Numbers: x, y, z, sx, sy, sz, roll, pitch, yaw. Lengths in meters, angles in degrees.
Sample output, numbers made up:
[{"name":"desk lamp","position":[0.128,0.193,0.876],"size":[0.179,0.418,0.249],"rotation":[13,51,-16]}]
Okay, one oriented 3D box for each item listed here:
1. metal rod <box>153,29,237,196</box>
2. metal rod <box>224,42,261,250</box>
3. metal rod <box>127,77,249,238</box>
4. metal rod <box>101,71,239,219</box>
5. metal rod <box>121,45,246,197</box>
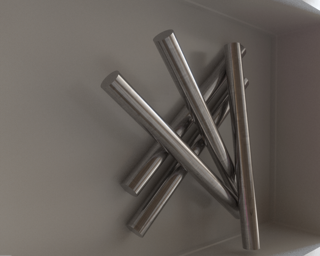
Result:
[{"name":"metal rod","position":[0.068,0.005,0.425],"size":[0.025,0.025,0.299],"rotation":[-51,128,-28]},{"name":"metal rod","position":[0.120,0.023,0.457],"size":[0.025,0.025,0.298],"rotation":[-1,84,-40]},{"name":"metal rod","position":[0.053,0.024,0.451],"size":[0.301,0.025,0.025],"rotation":[-51,120,-28]},{"name":"metal rod","position":[0.036,0.040,0.401],"size":[0.300,0.025,0.025],"rotation":[46,63,-33]},{"name":"metal rod","position":[0.047,-0.027,0.445],"size":[0.301,0.025,0.025],"rotation":[-50,120,-28]}]
